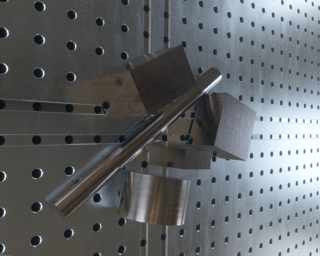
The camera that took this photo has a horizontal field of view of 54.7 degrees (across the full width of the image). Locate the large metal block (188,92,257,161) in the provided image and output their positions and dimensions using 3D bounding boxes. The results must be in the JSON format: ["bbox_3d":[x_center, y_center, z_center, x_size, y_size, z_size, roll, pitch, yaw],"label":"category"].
[{"bbox_3d":[0.097,0.000,0.473,0.080,0.050,0.080,25,75,-38],"label":"large metal block"}]

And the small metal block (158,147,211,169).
[{"bbox_3d":[0.034,0.042,0.424,0.050,0.050,0.025,7,86,-40],"label":"small metal block"}]

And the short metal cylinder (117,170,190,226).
[{"bbox_3d":[-0.007,0.081,0.368,0.081,0.080,0.050,15,81,-39],"label":"short metal cylinder"}]

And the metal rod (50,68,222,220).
[{"bbox_3d":[-0.010,0.002,0.402,0.302,0.025,0.025,-42,116,-32],"label":"metal rod"}]

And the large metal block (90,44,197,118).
[{"bbox_3d":[-0.019,-0.053,0.360,0.081,0.080,0.050,-35,112,-35],"label":"large metal block"}]
